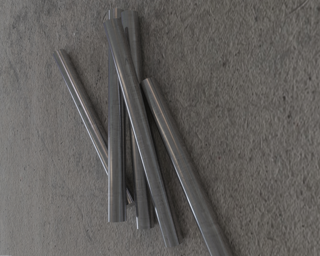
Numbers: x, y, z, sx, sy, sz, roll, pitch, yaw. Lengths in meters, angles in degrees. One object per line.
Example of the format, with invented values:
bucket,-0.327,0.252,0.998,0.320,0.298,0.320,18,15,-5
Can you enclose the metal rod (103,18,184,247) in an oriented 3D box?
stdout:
metal rod,-0.023,0.002,0.402,0.025,0.025,0.299,-20,84,38

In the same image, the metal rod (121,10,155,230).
metal rod,-0.031,-0.014,0.430,0.025,0.025,0.298,-8,85,40

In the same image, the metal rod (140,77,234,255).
metal rod,0.039,0.070,0.372,0.025,0.025,0.299,-35,68,34

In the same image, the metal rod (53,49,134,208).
metal rod,-0.110,-0.011,0.496,0.025,0.025,0.299,-44,64,31

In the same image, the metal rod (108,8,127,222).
metal rod,-0.061,-0.023,0.437,0.025,0.025,0.298,-8,79,40
